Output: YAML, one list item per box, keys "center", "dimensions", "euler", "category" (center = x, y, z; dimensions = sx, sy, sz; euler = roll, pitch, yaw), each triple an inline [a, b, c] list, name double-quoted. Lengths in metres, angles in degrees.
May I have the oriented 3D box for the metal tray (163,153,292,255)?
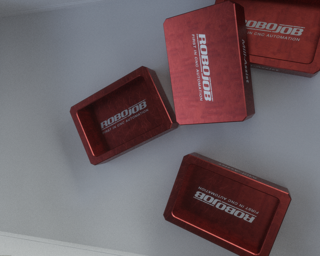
- center: [0.079, 0.094, 0.379]
  dimensions: [0.130, 0.030, 0.089]
  euler: [21, 97, 18]
  category: "metal tray"

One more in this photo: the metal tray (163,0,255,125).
- center: [0.057, -0.071, 0.365]
  dimensions: [0.090, 0.030, 0.129]
  euler: [-4, 98, 35]
  category: "metal tray"

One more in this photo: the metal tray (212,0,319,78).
- center: [0.126, -0.116, 0.363]
  dimensions: [0.130, 0.030, 0.089]
  euler: [15, 95, 19]
  category: "metal tray"

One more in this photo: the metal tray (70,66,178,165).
- center: [-0.051, -0.015, 0.425]
  dimensions: [0.130, 0.030, 0.090]
  euler: [-27, 81, 18]
  category: "metal tray"
